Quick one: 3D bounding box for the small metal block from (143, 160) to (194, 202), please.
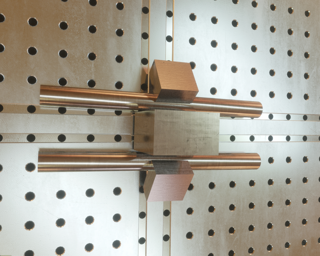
[{"bbox_3d":[0.010,0.068,0.400,0.050,0.025,0.050,3,127,-21],"label":"small metal block"}]

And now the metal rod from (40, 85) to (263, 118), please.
[{"bbox_3d":[0.004,-0.032,0.409,0.302,0.025,0.025,2,90,-20],"label":"metal rod"}]

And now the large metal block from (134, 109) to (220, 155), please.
[{"bbox_3d":[0.018,0.006,0.385,0.081,0.080,0.050,2,90,-20],"label":"large metal block"}]

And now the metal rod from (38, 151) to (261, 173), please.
[{"bbox_3d":[0.001,0.044,0.410,0.302,0.025,0.025,2,90,-20],"label":"metal rod"}]

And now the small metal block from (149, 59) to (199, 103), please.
[{"bbox_3d":[0.017,-0.060,0.403,0.050,0.025,0.050,1,55,-20],"label":"small metal block"}]
